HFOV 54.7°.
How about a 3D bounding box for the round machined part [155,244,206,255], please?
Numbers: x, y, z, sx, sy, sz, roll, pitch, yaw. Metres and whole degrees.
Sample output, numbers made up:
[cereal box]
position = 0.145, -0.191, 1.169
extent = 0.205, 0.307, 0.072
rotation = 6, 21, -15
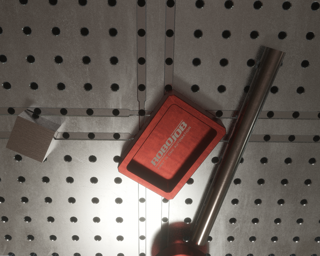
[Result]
[round machined part]
position = 0.032, 0.223, 0.487
extent = 0.099, 0.042, 0.097
rotation = 0, 110, -1

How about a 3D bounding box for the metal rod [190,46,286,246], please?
[metal rod]
position = 0.100, 0.038, 0.428
extent = 0.025, 0.025, 0.298
rotation = 15, 109, -6

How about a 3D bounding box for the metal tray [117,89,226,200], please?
[metal tray]
position = 0.014, 0.025, 0.420
extent = 0.090, 0.030, 0.129
rotation = 32, 107, -12

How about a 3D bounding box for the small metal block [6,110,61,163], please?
[small metal block]
position = -0.169, 0.011, 0.415
extent = 0.050, 0.025, 0.050
rotation = 25, 108, -10
